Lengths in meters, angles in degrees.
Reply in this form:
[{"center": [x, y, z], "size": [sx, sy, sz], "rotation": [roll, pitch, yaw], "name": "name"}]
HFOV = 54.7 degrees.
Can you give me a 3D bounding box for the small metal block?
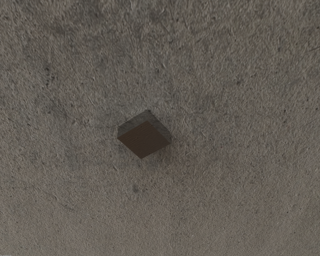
[{"center": [-0.021, 0.009, 0.416], "size": [0.050, 0.025, 0.050], "rotation": [-30, 125, 22], "name": "small metal block"}]
